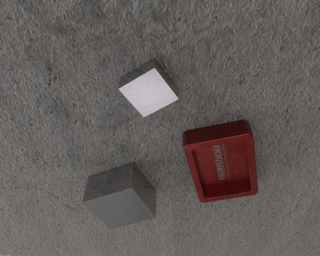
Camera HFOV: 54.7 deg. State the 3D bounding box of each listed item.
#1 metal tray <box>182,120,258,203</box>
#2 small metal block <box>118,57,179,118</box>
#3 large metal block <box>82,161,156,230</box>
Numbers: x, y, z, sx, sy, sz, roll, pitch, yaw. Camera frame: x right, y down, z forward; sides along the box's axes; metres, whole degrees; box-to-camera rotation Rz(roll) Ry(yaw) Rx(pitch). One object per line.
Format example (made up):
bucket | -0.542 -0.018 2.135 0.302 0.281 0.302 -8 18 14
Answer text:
metal tray | 0.090 0.053 0.449 0.090 0.030 0.129 -11 130 9
small metal block | -0.013 -0.047 0.367 0.050 0.025 0.050 -27 125 21
large metal block | -0.059 0.106 0.481 0.080 0.050 0.080 -19 128 15
